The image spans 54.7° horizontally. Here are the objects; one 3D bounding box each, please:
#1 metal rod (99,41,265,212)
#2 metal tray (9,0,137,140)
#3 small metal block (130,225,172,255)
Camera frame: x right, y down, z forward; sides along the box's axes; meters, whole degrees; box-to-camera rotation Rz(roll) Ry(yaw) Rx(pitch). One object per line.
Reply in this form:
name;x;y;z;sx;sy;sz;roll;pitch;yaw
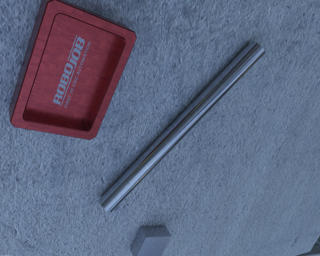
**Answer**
metal rod;0.028;0.000;0.423;0.300;0.025;0.025;-46;130;4
metal tray;-0.091;-0.056;0.320;0.091;0.030;0.129;13;112;-34
small metal block;-0.016;0.192;0.519;0.050;0.025;0.050;10;113;-33
